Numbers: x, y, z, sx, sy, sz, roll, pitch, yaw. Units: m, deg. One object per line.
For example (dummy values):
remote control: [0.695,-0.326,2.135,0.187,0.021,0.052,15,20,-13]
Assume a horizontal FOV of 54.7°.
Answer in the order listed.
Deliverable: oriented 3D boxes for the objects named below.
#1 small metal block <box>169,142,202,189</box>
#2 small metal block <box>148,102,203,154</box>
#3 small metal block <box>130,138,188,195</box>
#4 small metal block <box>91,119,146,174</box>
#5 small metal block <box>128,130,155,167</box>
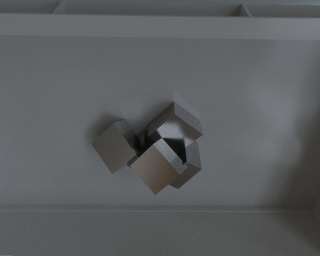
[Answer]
small metal block: [0.030,0.048,0.432,0.025,0.050,0.050,29,124,-22]
small metal block: [0.020,0.002,0.409,0.050,0.025,0.050,35,122,-26]
small metal block: [-0.002,0.050,0.401,0.050,0.025,0.050,49,121,5]
small metal block: [-0.055,0.025,0.411,0.050,0.025,0.050,-40,82,28]
small metal block: [-0.019,0.038,0.439,0.050,0.025,0.050,35,122,-26]
